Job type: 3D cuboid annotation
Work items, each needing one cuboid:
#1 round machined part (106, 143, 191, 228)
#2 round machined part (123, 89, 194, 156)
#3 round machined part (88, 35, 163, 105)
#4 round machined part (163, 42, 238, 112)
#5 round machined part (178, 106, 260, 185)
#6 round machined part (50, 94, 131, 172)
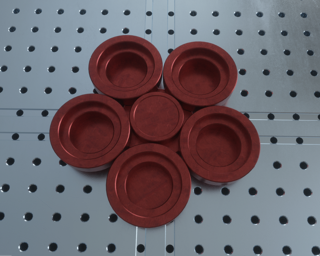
[{"bbox_3d":[-0.013,0.071,0.376,0.099,0.042,0.098,0,70,0],"label":"round machined part"},{"bbox_3d":[-0.004,-0.008,0.405,0.099,0.042,0.098,0,70,0],"label":"round machined part"},{"bbox_3d":[-0.046,-0.076,0.430,0.099,0.042,0.098,0,70,0],"label":"round machined part"},{"bbox_3d":[0.053,-0.066,0.427,0.099,0.042,0.098,0,70,0],"label":"round machined part"},{"bbox_3d":[0.072,0.024,0.394,0.099,0.042,0.098,0,70,0],"label":"round machined part"},{"bbox_3d":[-0.086,0.008,0.399,0.099,0.042,0.098,0,70,0],"label":"round machined part"}]
